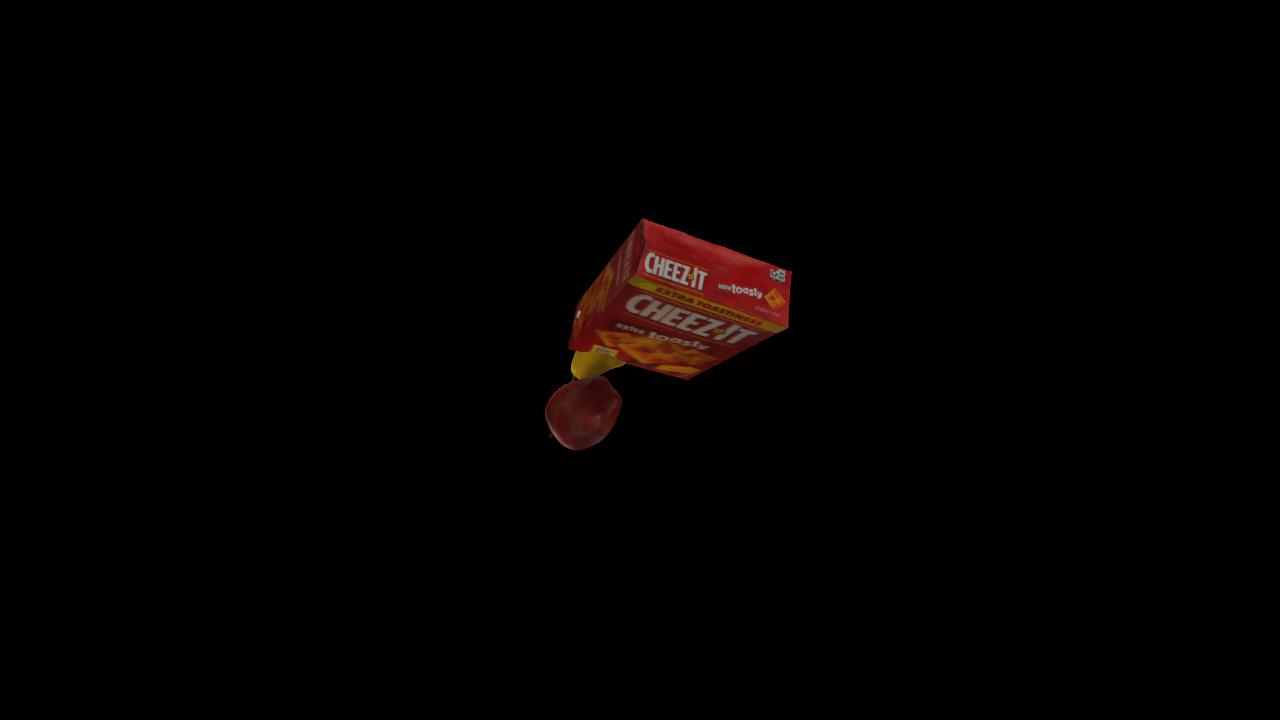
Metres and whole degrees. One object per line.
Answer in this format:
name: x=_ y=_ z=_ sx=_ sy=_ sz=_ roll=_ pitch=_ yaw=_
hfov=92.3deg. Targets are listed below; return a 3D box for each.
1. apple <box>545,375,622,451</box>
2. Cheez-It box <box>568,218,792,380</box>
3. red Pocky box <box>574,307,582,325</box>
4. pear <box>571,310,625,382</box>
apple: x=-0.066 y=0.061 z=0.709 sx=0.093 sy=0.079 sz=0.079 roll=-38 pitch=4 yaw=-5
Cheez-It box: x=0.034 y=-0.051 z=0.667 sx=0.166 sy=0.071 sz=0.223 roll=15 pitch=-21 yaw=-18
red Pocky box: x=-0.008 y=-0.064 z=0.764 sx=0.083 sy=0.028 sz=0.155 roll=23 pitch=32 yaw=14
pear: x=-0.053 y=-0.010 z=0.746 sx=0.080 sy=0.111 sz=0.080 roll=31 pitch=-20 yaw=13
